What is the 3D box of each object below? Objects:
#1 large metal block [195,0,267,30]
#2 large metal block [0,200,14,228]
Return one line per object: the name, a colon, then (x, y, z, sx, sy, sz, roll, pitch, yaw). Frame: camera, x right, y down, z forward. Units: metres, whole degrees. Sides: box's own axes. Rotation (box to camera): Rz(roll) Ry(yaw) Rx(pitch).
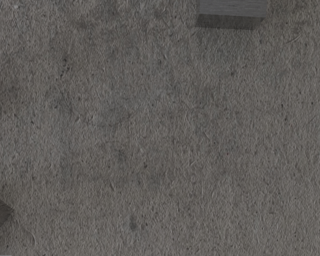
large metal block: (0.090, -0.175, 0.398, 0.081, 0.050, 0.080, 3, 90, 0)
large metal block: (-0.243, 0.128, 0.381, 0.050, 0.080, 0.080, 38, 90, 0)
